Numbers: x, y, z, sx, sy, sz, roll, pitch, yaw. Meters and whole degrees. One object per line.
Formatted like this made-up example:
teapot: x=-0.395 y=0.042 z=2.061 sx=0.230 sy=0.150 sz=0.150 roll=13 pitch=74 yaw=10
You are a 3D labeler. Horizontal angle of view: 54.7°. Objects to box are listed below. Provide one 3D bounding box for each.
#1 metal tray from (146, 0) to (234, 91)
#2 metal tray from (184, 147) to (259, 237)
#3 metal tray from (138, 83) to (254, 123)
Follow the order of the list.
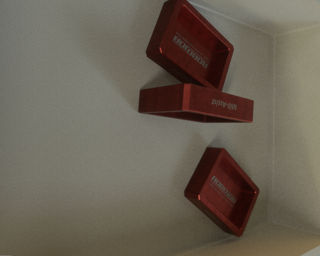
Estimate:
metal tray: x=0.048 y=-0.111 z=0.445 sx=0.131 sy=0.030 sz=0.090 roll=29 pitch=72 yaw=-36
metal tray: x=0.103 y=0.102 z=0.492 sx=0.130 sy=0.030 sz=0.090 roll=46 pitch=63 yaw=-31
metal tray: x=0.049 y=-0.028 z=0.407 sx=0.131 sy=0.090 sz=0.030 roll=7 pitch=86 yaw=-40
